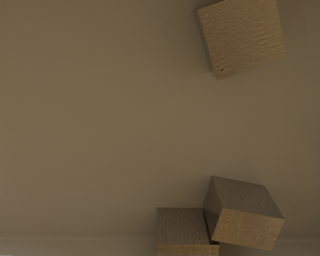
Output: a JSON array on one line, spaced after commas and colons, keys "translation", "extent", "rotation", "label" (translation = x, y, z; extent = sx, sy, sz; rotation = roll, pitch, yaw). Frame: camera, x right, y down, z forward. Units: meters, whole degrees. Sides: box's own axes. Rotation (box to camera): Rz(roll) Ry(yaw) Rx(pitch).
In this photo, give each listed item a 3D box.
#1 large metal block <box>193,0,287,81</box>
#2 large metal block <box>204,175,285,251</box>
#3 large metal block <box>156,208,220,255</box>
[{"translation": [0.091, -0.110, 0.358], "extent": [0.080, 0.050, 0.080], "rotation": [-18, 109, 6], "label": "large metal block"}, {"translation": [0.110, 0.114, 0.425], "extent": [0.081, 0.080, 0.050], "rotation": [12, 110, -5], "label": "large metal block"}, {"translation": [0.035, 0.158, 0.440], "extent": [0.081, 0.080, 0.050], "rotation": [1, 110, 0], "label": "large metal block"}]
